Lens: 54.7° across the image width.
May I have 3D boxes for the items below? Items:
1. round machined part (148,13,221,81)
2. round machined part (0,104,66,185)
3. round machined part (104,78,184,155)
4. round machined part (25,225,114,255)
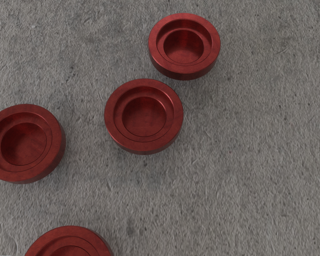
[{"bbox_3d":[0.033,-0.110,0.439,0.099,0.042,0.098,0,70,0],"label":"round machined part"},{"bbox_3d":[-0.168,0.022,0.390,0.099,0.042,0.098,0,70,0],"label":"round machined part"},{"bbox_3d":[-0.020,-0.012,0.403,0.099,0.042,0.098,0,70,0],"label":"round machined part"},{"bbox_3d":[-0.098,0.159,0.340,0.099,0.042,0.098,0,70,0],"label":"round machined part"}]
